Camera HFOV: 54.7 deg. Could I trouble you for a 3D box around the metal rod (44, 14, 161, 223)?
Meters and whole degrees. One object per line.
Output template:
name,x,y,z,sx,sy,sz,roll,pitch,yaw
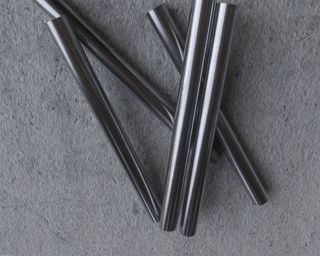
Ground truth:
metal rod,-0.058,0.006,0.397,0.025,0.025,0.299,-21,114,7

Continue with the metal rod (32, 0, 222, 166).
metal rod,-0.032,-0.056,0.388,0.300,0.025,0.025,43,105,-14

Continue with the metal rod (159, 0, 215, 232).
metal rod,0.029,-0.002,0.381,0.025,0.025,0.298,6,110,-3

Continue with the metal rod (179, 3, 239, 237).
metal rod,0.056,0.006,0.384,0.025,0.025,0.298,6,110,-2

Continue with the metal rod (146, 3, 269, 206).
metal rod,0.070,-0.017,0.403,0.025,0.025,0.299,-29,108,10
